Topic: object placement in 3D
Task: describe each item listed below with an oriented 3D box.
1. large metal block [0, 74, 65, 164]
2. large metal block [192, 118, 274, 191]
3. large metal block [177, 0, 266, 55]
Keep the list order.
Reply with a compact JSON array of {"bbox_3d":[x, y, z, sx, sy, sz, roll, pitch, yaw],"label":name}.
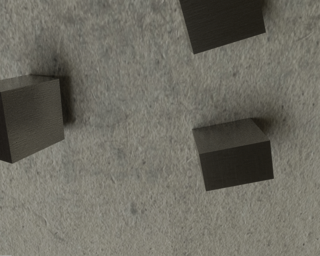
[{"bbox_3d":[-0.164,-0.015,0.365,0.050,0.080,0.079,11,112,24],"label":"large metal block"},{"bbox_3d":[0.088,0.031,0.393,0.080,0.080,0.050,-11,110,4],"label":"large metal block"},{"bbox_3d":[0.064,-0.136,0.347,0.080,0.050,0.080,-16,110,5],"label":"large metal block"}]
